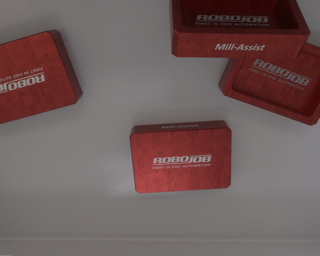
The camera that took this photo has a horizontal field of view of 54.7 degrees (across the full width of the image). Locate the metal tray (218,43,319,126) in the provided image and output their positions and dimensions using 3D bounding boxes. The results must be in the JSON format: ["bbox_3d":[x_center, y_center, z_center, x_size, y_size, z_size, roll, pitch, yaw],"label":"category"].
[{"bbox_3d":[0.150,-0.066,0.385,0.131,0.030,0.089,18,109,-7],"label":"metal tray"}]

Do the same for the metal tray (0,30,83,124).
[{"bbox_3d":[-0.175,-0.060,0.385,0.131,0.030,0.089,-15,110,5],"label":"metal tray"}]

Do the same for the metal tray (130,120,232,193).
[{"bbox_3d":[0.029,0.040,0.423,0.131,0.030,0.089,-4,110,1],"label":"metal tray"}]

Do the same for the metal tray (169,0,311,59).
[{"bbox_3d":[0.077,-0.115,0.325,0.131,0.090,0.030,0,145,-2],"label":"metal tray"}]
